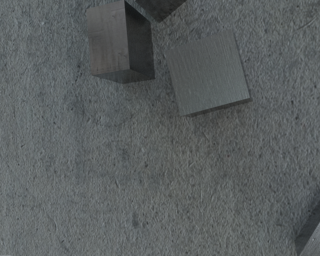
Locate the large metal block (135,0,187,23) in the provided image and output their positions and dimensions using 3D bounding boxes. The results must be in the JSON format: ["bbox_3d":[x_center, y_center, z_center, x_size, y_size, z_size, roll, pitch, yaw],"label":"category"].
[{"bbox_3d":[-0.016,-0.189,0.385,0.050,0.080,0.080,-36,79,16],"label":"large metal block"}]

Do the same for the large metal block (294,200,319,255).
[{"bbox_3d":[0.201,0.117,0.324,0.080,0.050,0.080,29,99,17],"label":"large metal block"}]

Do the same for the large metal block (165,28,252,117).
[{"bbox_3d":[0.060,-0.062,0.374,0.080,0.050,0.080,-15,85,19],"label":"large metal block"}]

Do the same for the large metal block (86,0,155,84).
[{"bbox_3d":[-0.047,-0.104,0.396,0.050,0.080,0.080,-5,88,20],"label":"large metal block"}]
